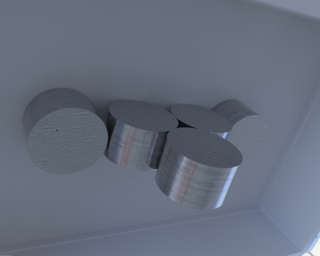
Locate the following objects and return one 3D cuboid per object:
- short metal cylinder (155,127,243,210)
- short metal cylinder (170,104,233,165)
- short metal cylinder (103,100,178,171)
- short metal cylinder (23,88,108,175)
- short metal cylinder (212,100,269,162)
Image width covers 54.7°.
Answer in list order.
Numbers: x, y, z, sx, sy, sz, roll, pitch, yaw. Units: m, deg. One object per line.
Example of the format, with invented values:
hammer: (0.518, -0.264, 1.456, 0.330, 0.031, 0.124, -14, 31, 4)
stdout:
short metal cylinder: (0.040, 0.040, 0.329, 0.081, 0.080, 0.050, 2, 118, -29)
short metal cylinder: (0.046, 0.009, 0.401, 0.081, 0.080, 0.050, 2, 118, -29)
short metal cylinder: (-0.024, 0.007, 0.361, 0.081, 0.080, 0.050, 2, 118, -29)
short metal cylinder: (-0.103, 0.004, 0.336, 0.081, 0.050, 0.079, -14, 124, -21)
short metal cylinder: (0.109, 0.005, 0.453, 0.081, 0.050, 0.079, -14, 124, -21)
